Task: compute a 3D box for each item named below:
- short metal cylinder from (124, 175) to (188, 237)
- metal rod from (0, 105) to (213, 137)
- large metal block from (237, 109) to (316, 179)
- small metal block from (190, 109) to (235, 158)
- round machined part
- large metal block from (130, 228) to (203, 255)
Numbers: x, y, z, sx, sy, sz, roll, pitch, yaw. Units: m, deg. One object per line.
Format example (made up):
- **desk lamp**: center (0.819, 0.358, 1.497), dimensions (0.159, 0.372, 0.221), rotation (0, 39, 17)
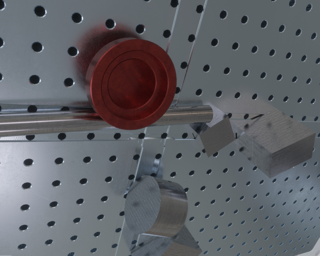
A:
- **short metal cylinder**: center (-0.007, 0.112, 0.441), dimensions (0.050, 0.080, 0.080), rotation (22, 107, -36)
- **metal rod**: center (-0.068, -0.010, 0.367), dimensions (0.303, 0.025, 0.025), rotation (-4, 120, -27)
- **large metal block**: center (0.179, 0.022, 0.487), dimensions (0.081, 0.080, 0.050), rotation (-22, 127, -15)
- **small metal block**: center (0.079, 0.008, 0.459), dimensions (0.050, 0.025, 0.050), rotation (-32, 129, -7)
- **round machined part**: center (-0.034, -0.050, 0.344), dimensions (0.099, 0.042, 0.097), rotation (-11, 114, -25)
- **large metal block**: center (0.011, 0.214, 0.534), dimensions (0.080, 0.050, 0.080), rotation (34, 99, -39)
